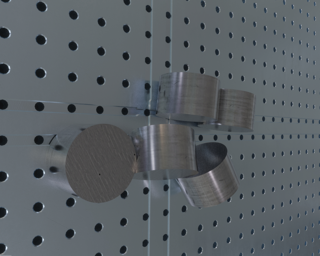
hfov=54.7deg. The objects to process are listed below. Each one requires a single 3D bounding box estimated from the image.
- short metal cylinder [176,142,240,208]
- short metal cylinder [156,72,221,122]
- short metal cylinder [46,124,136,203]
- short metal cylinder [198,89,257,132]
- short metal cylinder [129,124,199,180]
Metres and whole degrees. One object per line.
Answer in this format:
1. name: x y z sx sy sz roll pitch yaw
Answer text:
1. short metal cylinder: 0.062 0.063 0.425 0.080 0.080 0.050 -40 115 -33
2. short metal cylinder: 0.037 -0.038 0.404 0.081 0.080 0.050 9 84 -40
3. short metal cylinder: -0.073 0.035 0.332 0.081 0.050 0.079 0 90 -40
4. short metal cylinder: 0.098 -0.024 0.455 0.081 0.080 0.050 11 83 -40
5. short metal cylinder: 0.003 0.031 0.369 0.081 0.080 0.050 12 67 -40
